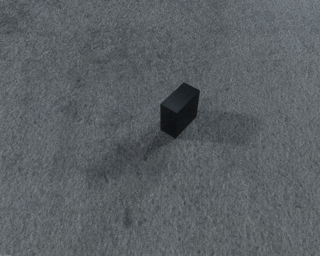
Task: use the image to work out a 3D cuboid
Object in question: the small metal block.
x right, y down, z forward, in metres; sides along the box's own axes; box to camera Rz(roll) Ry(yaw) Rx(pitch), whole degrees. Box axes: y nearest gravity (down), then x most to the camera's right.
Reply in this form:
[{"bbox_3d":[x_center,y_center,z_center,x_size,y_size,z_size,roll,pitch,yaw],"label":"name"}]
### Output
[{"bbox_3d":[0.026,-0.023,0.407,0.025,0.050,0.050,31,57,23],"label":"small metal block"}]
